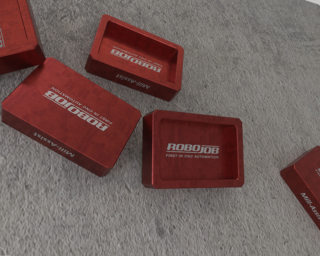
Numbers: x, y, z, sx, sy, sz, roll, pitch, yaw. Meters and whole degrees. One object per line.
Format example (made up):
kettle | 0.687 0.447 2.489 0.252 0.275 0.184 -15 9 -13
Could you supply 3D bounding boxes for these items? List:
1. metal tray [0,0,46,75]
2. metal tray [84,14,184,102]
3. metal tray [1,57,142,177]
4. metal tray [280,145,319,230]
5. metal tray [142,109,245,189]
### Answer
metal tray | -0.192 -0.122 0.350 0.091 0.030 0.130 -18 69 -11
metal tray | -0.032 -0.100 0.443 0.131 0.030 0.090 18 55 -18
metal tray | -0.097 -0.014 0.357 0.130 0.030 0.090 32 52 -8
metal tray | 0.255 0.101 0.476 0.091 0.030 0.130 -23 74 -36
metal tray | 0.044 0.029 0.387 0.131 0.030 0.090 5 80 -26
